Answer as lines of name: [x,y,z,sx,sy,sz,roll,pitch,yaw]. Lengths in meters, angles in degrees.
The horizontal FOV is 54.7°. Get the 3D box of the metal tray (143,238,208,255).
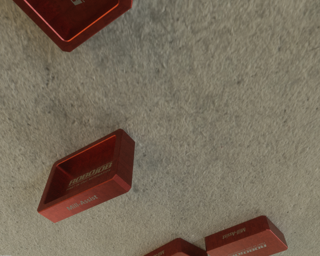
metal tray: [0.024,0.281,0.644,0.090,0.030,0.130,36,121,-27]

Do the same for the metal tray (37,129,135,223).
metal tray: [-0.097,0.063,0.417,0.130,0.090,0.030,-26,126,20]

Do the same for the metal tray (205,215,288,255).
metal tray: [0.164,0.222,0.596,0.130,0.030,0.090,-30,124,23]

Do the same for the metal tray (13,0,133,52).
metal tray: [-0.097,-0.144,0.279,0.090,0.030,0.130,-28,125,21]
